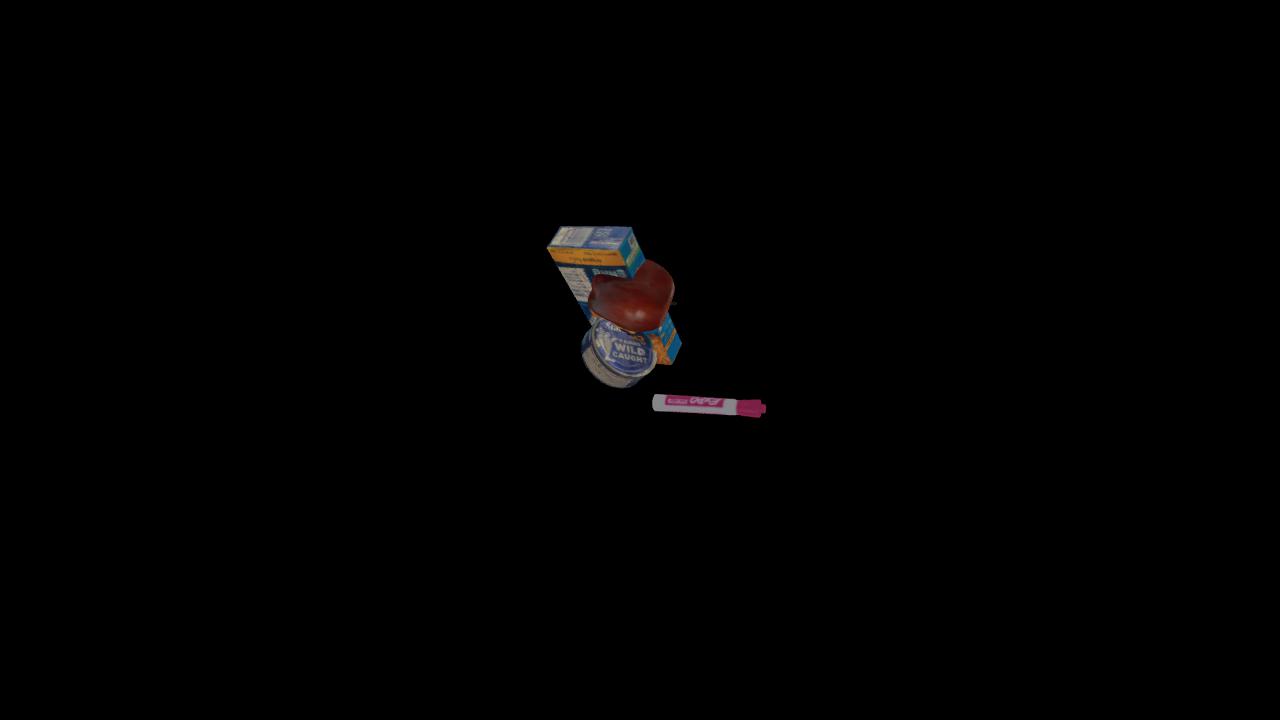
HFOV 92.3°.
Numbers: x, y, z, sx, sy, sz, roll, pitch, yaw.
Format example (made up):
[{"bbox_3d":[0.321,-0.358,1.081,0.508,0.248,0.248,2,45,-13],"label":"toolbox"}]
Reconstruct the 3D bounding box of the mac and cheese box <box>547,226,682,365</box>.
[{"bbox_3d":[-0.024,-0.068,0.687,0.093,0.041,0.184,7,-35,29],"label":"mac and cheese box"}]

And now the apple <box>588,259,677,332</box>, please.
[{"bbox_3d":[-0.007,-0.070,0.655,0.093,0.079,0.079,14,-2,-6],"label":"apple"}]

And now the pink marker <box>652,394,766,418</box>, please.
[{"bbox_3d":[0.071,0.048,0.645,0.121,0.020,0.020,2,1,24],"label":"pink marker"}]

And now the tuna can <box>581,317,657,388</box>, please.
[{"bbox_3d":[-0.024,-0.011,0.701,0.084,0.084,0.034,0,-28,-35],"label":"tuna can"}]
